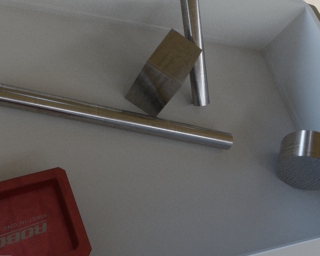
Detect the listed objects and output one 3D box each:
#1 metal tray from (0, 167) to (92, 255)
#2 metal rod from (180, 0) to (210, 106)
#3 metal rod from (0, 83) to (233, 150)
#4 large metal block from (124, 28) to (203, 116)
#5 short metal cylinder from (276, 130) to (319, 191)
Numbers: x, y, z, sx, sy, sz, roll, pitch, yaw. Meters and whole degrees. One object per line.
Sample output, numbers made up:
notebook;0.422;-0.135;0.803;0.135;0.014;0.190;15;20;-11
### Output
metal tray;-0.138;0.095;0.270;0.131;0.030;0.090;-12;68;-34
metal rod;0.040;-0.176;0.421;0.025;0.025;0.298;-24;113;-37
metal rod;-0.039;-0.009;0.391;0.302;0.025;0.025;12;57;-22
large metal block;0.004;-0.073;0.419;0.050;0.080;0.080;34;51;-6
short metal cylinder;0.219;0.049;0.461;0.080;0.080;0.050;33;51;-7
